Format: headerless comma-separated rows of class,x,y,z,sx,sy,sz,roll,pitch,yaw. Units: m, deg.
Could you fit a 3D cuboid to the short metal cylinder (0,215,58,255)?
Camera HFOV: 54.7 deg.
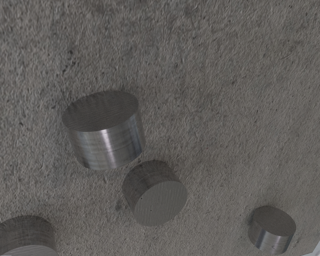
short metal cylinder,-0.174,0.159,0.394,0.081,0.050,0.079,-14,124,-21

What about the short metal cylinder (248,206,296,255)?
short metal cylinder,0.222,0.202,0.618,0.081,0.080,0.050,-7,121,-25

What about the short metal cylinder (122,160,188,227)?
short metal cylinder,-0.008,0.093,0.444,0.081,0.050,0.079,-14,124,-21

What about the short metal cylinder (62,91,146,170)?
short metal cylinder,-0.059,0.000,0.339,0.081,0.080,0.050,-21,127,-16
